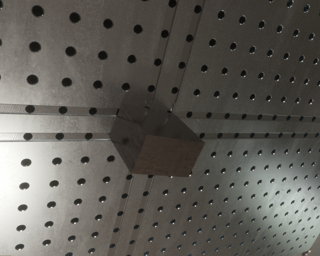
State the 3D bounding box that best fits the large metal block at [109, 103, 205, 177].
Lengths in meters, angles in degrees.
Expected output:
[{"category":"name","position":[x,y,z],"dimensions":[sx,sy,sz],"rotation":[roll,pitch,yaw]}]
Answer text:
[{"category":"large metal block","position":[-0.006,0.015,0.383],"dimensions":[0.081,0.080,0.050],"rotation":[9,114,-33]}]
